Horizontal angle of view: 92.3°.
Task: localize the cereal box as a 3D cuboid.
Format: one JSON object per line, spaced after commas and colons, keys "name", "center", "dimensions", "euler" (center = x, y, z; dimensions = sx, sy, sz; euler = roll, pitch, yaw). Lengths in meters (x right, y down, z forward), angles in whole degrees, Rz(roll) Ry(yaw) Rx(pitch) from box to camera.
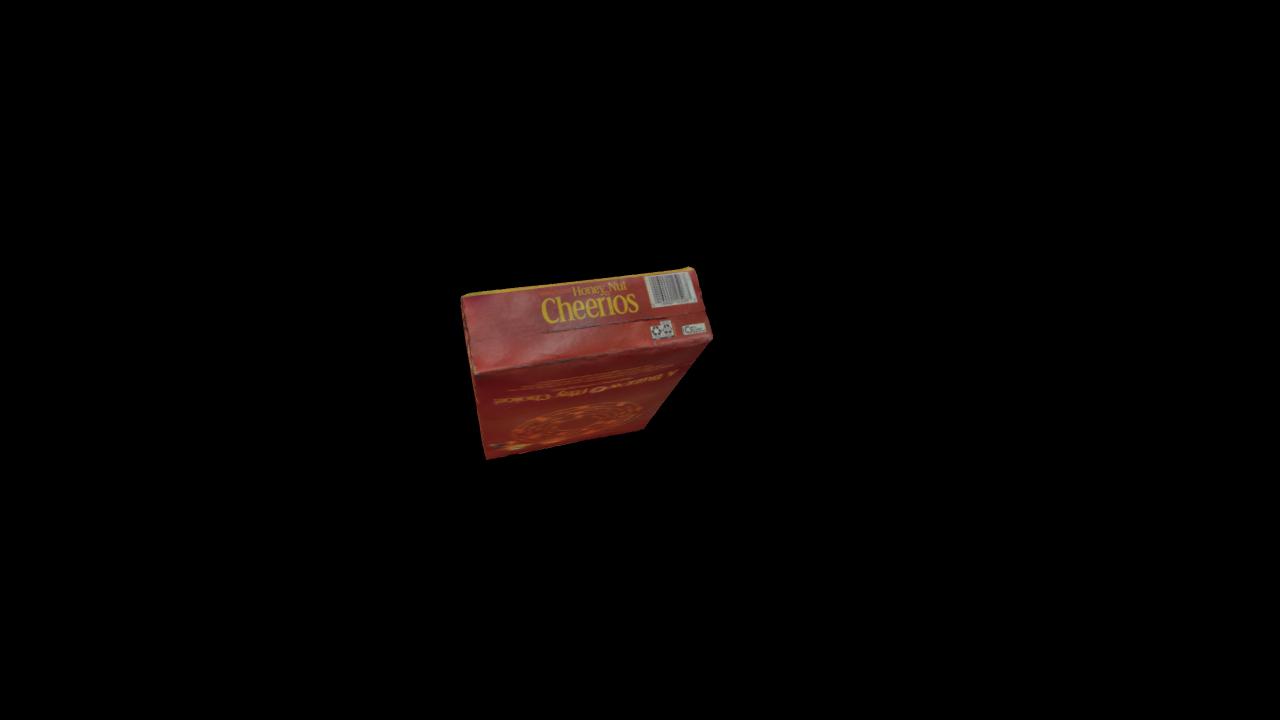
{"name": "cereal box", "center": [-0.068, 0.019, 0.633], "dimensions": [0.203, 0.081, 0.306], "euler": [-9, -18, -15]}
